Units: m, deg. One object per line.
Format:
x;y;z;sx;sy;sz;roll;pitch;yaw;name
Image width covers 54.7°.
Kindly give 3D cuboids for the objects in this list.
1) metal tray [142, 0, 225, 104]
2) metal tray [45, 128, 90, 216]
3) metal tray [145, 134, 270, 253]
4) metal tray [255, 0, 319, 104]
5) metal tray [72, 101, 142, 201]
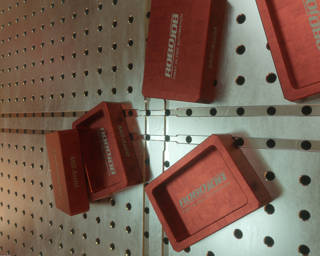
0.026;-0.098;0.383;0.090;0.030;0.129;11;97;39;metal tray
-0.152;0.069;0.503;0.090;0.030;0.129;-8;91;57;metal tray
0.049;0.077;0.364;0.129;0.030;0.090;-42;65;31;metal tray
0.147;-0.097;0.284;0.090;0.030;0.129;-20;78;38;metal tray
-0.084;0.035;0.472;0.090;0.030;0.129;-28;73;36;metal tray
